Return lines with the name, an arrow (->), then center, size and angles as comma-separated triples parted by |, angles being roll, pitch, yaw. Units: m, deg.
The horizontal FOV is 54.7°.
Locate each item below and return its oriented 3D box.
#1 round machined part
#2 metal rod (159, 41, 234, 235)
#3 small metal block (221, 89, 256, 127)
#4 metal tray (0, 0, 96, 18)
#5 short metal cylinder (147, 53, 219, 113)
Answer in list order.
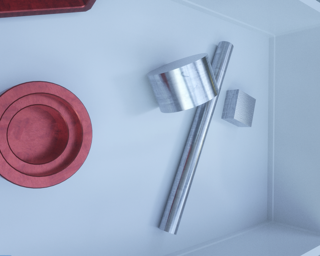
round machined part -> -0.119, 0.006, 0.297 | 0.099, 0.042, 0.097 | 0, 90, -40
metal rod -> 0.058, 0.004, 0.457 | 0.025, 0.025, 0.299 | 31, 71, -36
small metal block -> 0.133, -0.032, 0.521 | 0.050, 0.025, 0.050 | 21, 77, -38
metal tray -> -0.108, -0.137, 0.271 | 0.131, 0.090, 0.030 | -22, 87, -38
short metal cylinder -> 0.030, -0.058, 0.398 | 0.081, 0.080, 0.050 | -33, 111, -35
